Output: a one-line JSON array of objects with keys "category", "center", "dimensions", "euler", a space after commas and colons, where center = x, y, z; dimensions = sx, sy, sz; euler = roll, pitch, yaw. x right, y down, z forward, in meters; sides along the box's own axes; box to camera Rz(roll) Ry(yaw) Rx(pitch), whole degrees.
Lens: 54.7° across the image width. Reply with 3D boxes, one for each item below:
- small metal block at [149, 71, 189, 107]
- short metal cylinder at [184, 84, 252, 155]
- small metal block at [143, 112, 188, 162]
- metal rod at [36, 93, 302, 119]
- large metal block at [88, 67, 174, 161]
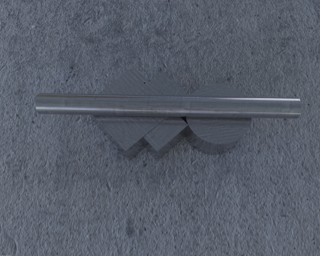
[{"category": "small metal block", "center": [0.012, -0.040, 0.411], "dimensions": [0.025, 0.050, 0.050], "euler": [-41, 76, -13]}, {"category": "short metal cylinder", "center": [0.071, -0.010, 0.400], "dimensions": [0.081, 0.050, 0.080], "euler": [0, 70, 0]}, {"category": "small metal block", "center": [0.007, 0.012, 0.393], "dimensions": [0.050, 0.050, 0.025], "euler": [-40, 75, -13]}, {"category": "metal rod", "center": [0.010, -0.026, 0.364], "dimensions": [0.302, 0.025, 0.025], "euler": [1, 70, 0]}, {"category": "large metal block", "center": [-0.037, -0.018, 0.401], "dimensions": [0.080, 0.050, 0.080], "euler": [-40, 75, -13]}]
